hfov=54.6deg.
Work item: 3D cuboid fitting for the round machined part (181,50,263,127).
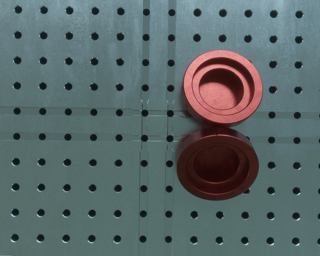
[{"bbox_3d":[0.076,-0.046,0.397,0.099,0.042,0.098,1,74,-3],"label":"round machined part"}]

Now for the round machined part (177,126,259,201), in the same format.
[{"bbox_3d":[0.070,0.041,0.392,0.098,0.042,0.097,1,118,2],"label":"round machined part"}]
